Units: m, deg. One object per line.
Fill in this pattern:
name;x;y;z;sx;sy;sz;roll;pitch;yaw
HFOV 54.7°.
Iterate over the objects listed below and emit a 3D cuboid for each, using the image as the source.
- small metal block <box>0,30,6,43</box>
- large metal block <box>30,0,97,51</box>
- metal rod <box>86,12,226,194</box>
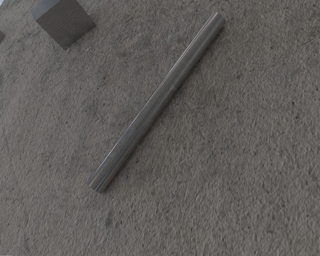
small metal block;-0.414;-0.230;0.747;0.050;0.050;0.025;4;64;30
large metal block;-0.185;-0.212;0.596;0.080;0.080;0.050;-38;51;3
metal rod;0.000;-0.041;0.428;0.025;0.025;0.300;27;76;37
